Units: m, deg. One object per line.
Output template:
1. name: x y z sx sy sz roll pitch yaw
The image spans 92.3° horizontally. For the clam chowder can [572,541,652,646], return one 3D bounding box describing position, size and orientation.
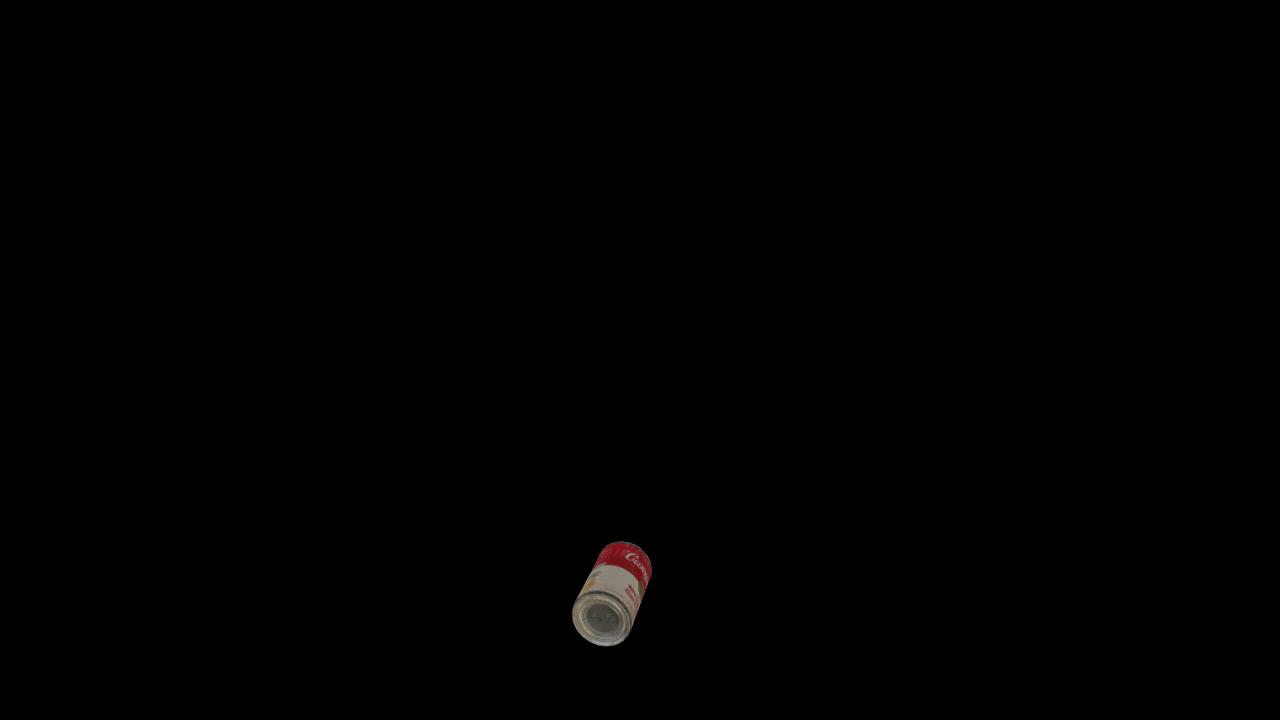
1. clam chowder can: -0.030 0.260 0.691 0.068 0.068 0.102 0 15 14
